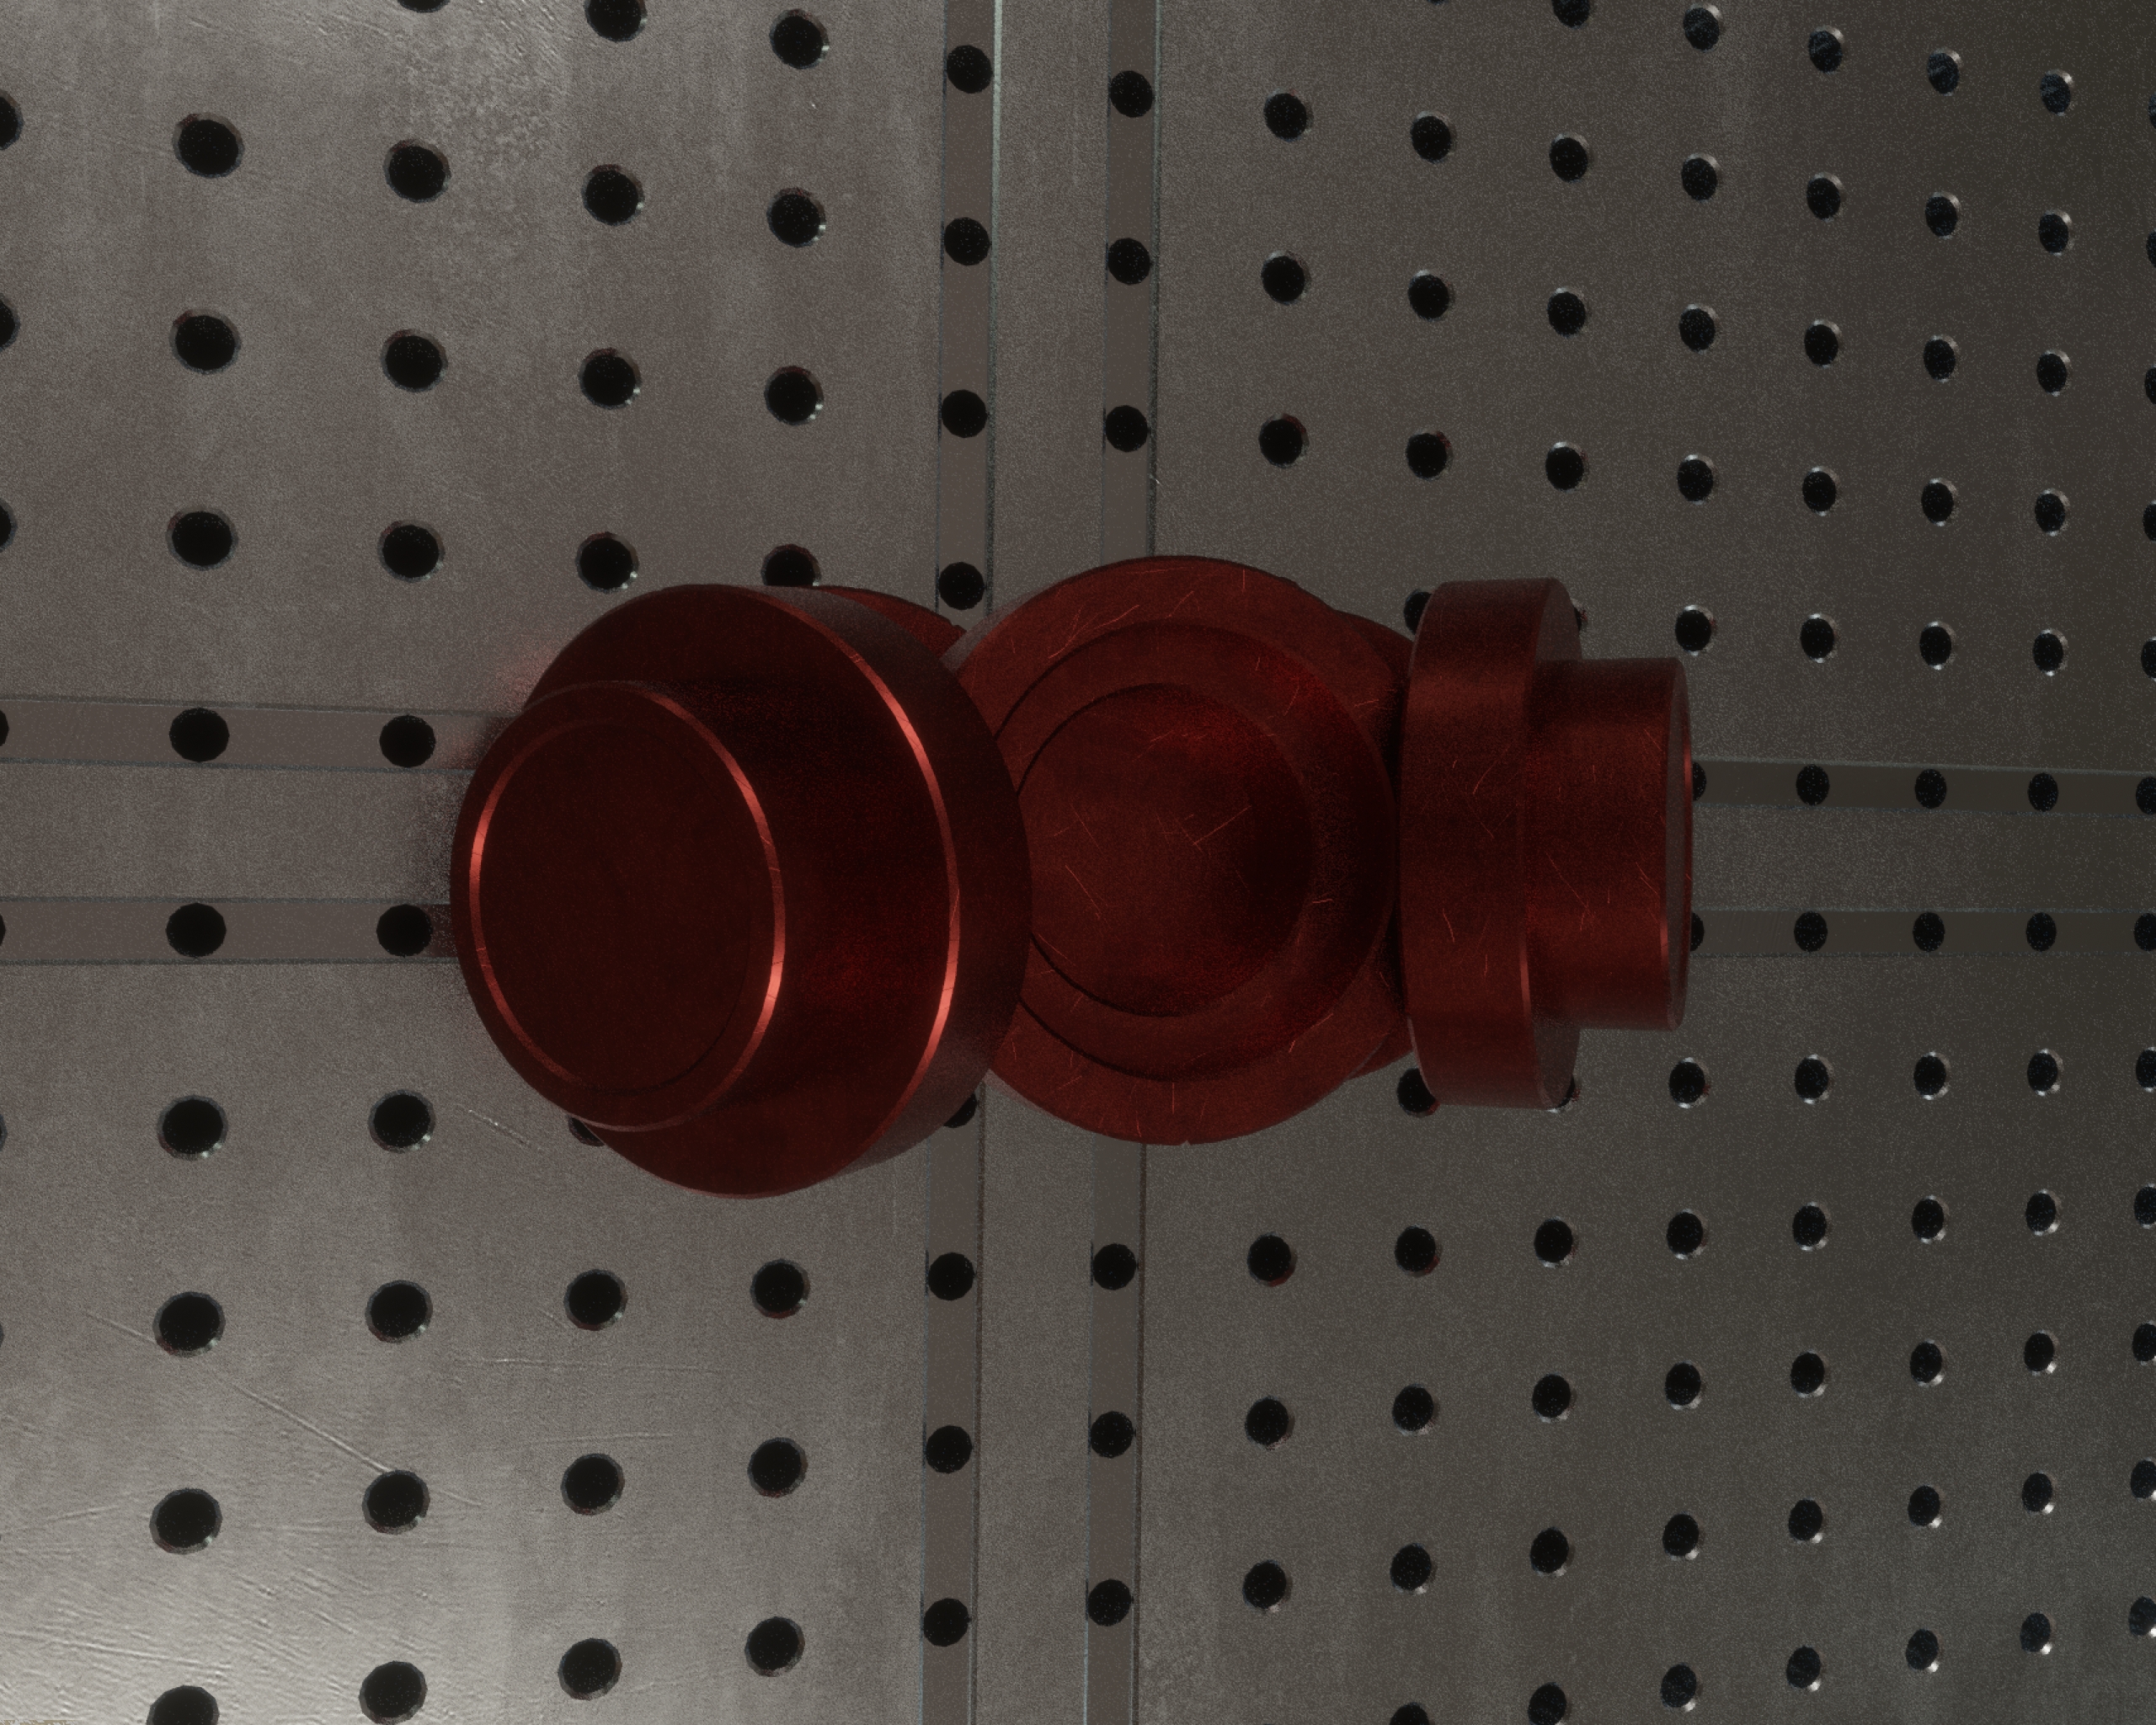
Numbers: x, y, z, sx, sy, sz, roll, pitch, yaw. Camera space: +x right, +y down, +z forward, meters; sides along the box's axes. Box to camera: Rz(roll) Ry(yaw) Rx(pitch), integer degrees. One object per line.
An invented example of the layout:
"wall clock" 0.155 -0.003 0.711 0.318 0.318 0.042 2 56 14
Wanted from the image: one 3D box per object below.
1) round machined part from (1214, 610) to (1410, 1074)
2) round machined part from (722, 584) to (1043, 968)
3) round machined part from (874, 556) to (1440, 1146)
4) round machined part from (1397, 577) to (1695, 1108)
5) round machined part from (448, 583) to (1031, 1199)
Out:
"round machined part" 0.047 -0.003 0.422 0.099 0.042 0.097 0 90 -21
"round machined part" -0.045 -0.003 0.387 0.099 0.042 0.097 0 90 -21
"round machined part" 0.011 -0.002 0.363 0.099 0.042 0.097 0 90 -21
"round machined part" 0.089 -0.004 0.384 0.042 0.098 0.097 0 90 20
"round machined part" -0.060 0.005 0.328 0.042 0.098 0.097 -9 94 -58
